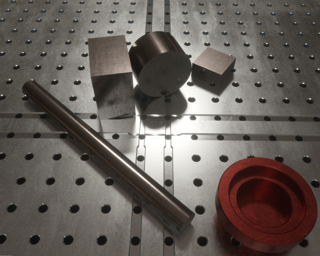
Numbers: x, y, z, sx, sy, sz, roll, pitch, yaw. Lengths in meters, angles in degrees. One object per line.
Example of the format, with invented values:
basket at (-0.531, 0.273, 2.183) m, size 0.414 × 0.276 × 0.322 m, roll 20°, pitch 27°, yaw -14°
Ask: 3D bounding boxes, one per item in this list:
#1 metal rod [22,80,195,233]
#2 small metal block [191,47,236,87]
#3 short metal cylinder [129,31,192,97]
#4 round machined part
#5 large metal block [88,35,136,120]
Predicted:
metal rod at (-0.081, 0.020, 0.389) m, size 0.300 × 0.025 × 0.025 m, roll 36°, pitch 58°, yaw 26°
small metal block at (0.085, -0.097, 0.491) m, size 0.050 × 0.025 × 0.050 m, roll 28°, pitch 55°, yaw 21°
short metal cylinder at (-0.001, -0.092, 0.449) m, size 0.081 × 0.080 × 0.050 m, roll -16°, pitch 52°, yaw -14°
round machined part at (0.108, 0.083, 0.328) m, size 0.099 × 0.042 × 0.098 m, roll 0°, pitch 50°, yaw 0°
large metal block at (-0.066, -0.070, 0.430) m, size 0.050 × 0.080 × 0.080 m, roll -8°, pitch 51°, yaw -7°
